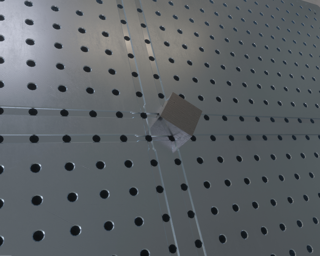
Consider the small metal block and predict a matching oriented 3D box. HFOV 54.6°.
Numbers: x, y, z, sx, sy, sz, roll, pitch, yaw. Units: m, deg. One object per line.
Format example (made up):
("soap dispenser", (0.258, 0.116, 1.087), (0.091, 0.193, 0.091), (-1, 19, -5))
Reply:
("small metal block", (0.025, -0.014, 0.429), (0.050, 0.025, 0.050), (32, 52, -7))
